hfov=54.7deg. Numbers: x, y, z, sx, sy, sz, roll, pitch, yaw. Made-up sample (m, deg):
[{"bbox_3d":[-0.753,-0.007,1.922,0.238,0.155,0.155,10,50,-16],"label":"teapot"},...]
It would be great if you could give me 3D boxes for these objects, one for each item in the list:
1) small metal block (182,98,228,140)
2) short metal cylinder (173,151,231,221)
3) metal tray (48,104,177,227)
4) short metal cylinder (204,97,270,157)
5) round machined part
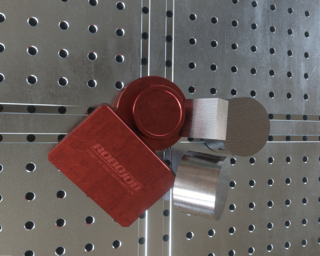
[{"bbox_3d":[0.057,-0.011,0.397,0.025,0.050,0.050,8,86,-48],"label":"small metal block"},{"bbox_3d":[0.056,0.072,0.394,0.050,0.080,0.080,8,87,23],"label":"short metal cylinder"},{"bbox_3d":[-0.054,0.045,0.374,0.090,0.030,0.130,-43,105,1],"label":"metal tray"},{"bbox_3d":[0.105,-0.002,0.434,0.081,0.050,0.079,0,90,-20],"label":"short metal cylinder"},{"bbox_3d":[-0.007,-0.019,0.397,0.099,0.042,0.097,0,90,-20],"label":"round machined part"}]
